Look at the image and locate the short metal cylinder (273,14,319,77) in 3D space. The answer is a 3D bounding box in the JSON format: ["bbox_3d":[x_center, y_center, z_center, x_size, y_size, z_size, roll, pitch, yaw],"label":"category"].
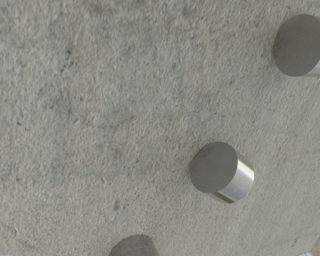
[{"bbox_3d":[0.202,-0.109,0.417,0.050,0.080,0.079,-4,120,-27],"label":"short metal cylinder"}]

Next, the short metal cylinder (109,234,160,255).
[{"bbox_3d":[-0.039,0.224,0.510,0.081,0.050,0.079,-14,125,-21],"label":"short metal cylinder"}]

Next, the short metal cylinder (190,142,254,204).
[{"bbox_3d":[0.093,0.067,0.466,0.080,0.080,0.050,-49,129,6],"label":"short metal cylinder"}]
